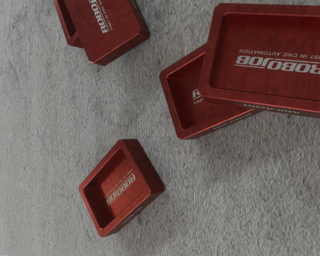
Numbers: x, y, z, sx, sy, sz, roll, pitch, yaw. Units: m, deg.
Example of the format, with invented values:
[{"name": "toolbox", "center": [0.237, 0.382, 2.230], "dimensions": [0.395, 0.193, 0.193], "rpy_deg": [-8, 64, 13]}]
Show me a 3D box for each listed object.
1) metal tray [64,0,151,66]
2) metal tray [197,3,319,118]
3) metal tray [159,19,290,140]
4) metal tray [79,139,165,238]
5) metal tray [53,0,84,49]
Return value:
[{"name": "metal tray", "center": [-0.080, -0.166, 0.442], "dimensions": [0.090, 0.030, 0.129], "rpy_deg": [-27, 81, 21]}, {"name": "metal tray", "center": [0.107, -0.061, 0.277], "dimensions": [0.130, 0.030, 0.090], "rpy_deg": [11, 86, 21]}, {"name": "metal tray", "center": [0.066, -0.049, 0.347], "dimensions": [0.130, 0.030, 0.090], "rpy_deg": [-26, 74, 37]}, {"name": "metal tray", "center": [-0.061, 0.088, 0.451], "dimensions": [0.129, 0.030, 0.090], "rpy_deg": [-47, 62, 30]}, {"name": "metal tray", "center": [-0.132, -0.210, 0.510], "dimensions": [0.090, 0.030, 0.130], "rpy_deg": [-33, 69, 35]}]
